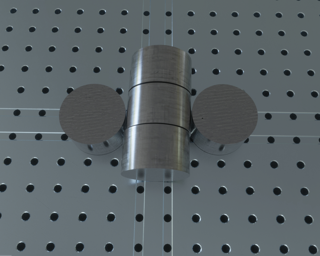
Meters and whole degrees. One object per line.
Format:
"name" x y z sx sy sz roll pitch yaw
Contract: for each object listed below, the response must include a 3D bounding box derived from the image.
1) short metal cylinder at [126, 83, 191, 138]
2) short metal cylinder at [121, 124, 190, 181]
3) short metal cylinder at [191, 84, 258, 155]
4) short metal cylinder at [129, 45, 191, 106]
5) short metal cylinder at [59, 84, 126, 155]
"short metal cylinder" -0.001 -0.016 0.388 0.081 0.080 0.050 2 70 0
"short metal cylinder" -0.005 0.032 0.370 0.081 0.080 0.050 1 70 0
"short metal cylinder" 0.079 -0.010 0.402 0.081 0.050 0.080 0 70 0
"short metal cylinder" 0.001 -0.064 0.405 0.081 0.080 0.050 2 70 0
"short metal cylinder" -0.082 -0.010 0.400 0.081 0.050 0.080 0 70 0
